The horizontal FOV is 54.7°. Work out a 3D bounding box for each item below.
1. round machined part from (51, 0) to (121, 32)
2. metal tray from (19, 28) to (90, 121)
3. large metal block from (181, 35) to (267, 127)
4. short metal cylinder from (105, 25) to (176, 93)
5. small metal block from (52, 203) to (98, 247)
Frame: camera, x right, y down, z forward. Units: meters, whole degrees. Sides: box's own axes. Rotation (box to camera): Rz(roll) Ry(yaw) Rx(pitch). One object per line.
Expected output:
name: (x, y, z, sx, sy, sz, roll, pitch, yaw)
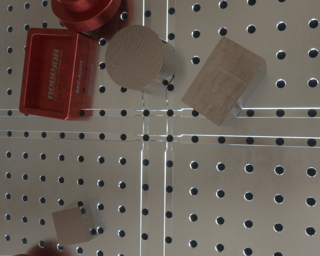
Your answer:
round machined part: (-0.106, -0.186, 0.425, 0.098, 0.042, 0.098, -5, 70, 13)
metal tray: (-0.160, -0.081, 0.466, 0.090, 0.030, 0.129, 9, 93, 19)
large metal block: (0.077, -0.049, 0.356, 0.050, 0.080, 0.080, 36, 102, 16)
short metal cylinder: (-0.024, -0.088, 0.408, 0.080, 0.050, 0.080, 0, 90, 20)
small metal block: (-0.126, 0.142, 0.457, 0.050, 0.025, 0.050, -16, 85, 19)
